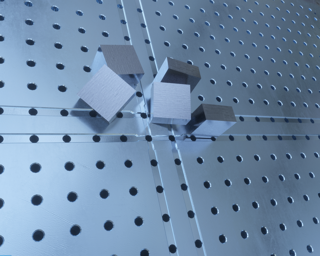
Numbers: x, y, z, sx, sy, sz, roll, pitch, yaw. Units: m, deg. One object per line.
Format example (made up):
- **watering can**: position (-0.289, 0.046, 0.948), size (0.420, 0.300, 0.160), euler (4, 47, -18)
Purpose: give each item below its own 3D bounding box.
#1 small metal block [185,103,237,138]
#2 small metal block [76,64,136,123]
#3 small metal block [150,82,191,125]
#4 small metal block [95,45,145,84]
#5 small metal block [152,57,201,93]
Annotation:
- **small metal block**: position (0.070, -0.009, 0.434), size (0.050, 0.050, 0.025), euler (3, 61, -27)
- **small metal block**: position (-0.065, -0.041, 0.384), size (0.050, 0.025, 0.050), euler (41, 82, -1)
- **small metal block**: position (0.014, -0.033, 0.422), size (0.050, 0.025, 0.050), euler (4, 73, -11)
- **small metal block**: position (-0.056, -0.088, 0.431), size (0.050, 0.025, 0.050), euler (-9, 66, -32)
- **small metal block**: position (0.023, -0.068, 0.443), size (0.050, 0.050, 0.025), euler (13, 47, -21)
